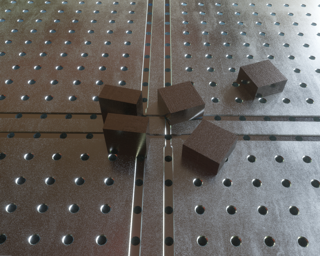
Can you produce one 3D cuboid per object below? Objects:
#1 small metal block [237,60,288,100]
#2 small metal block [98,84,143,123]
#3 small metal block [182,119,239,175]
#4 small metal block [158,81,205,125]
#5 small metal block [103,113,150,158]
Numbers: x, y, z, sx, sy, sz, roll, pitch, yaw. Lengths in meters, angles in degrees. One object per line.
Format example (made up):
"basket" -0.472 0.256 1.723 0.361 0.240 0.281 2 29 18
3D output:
"small metal block" 0.155 -0.074 0.472 0.050 0.025 0.050 -16 52 -14
"small metal block" -0.051 -0.028 0.414 0.050 0.050 0.025 11 51 9
"small metal block" 0.063 0.023 0.389 0.050 0.025 0.050 28 55 21
"small metal block" 0.029 -0.036 0.438 0.050 0.025 0.050 -16 52 -14
"small metal block" -0.040 0.010 0.383 0.050 0.050 0.025 6 51 4
